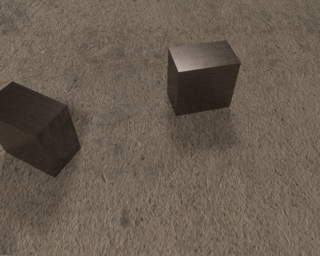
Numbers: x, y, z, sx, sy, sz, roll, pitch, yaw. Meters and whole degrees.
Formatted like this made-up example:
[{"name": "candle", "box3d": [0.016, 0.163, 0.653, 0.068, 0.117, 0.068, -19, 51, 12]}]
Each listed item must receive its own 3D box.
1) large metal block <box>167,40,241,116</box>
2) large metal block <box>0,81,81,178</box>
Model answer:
[{"name": "large metal block", "box3d": [0.056, -0.067, 0.425, 0.081, 0.080, 0.050, -10, 51, -9]}, {"name": "large metal block", "box3d": [-0.148, 0.003, 0.363, 0.080, 0.080, 0.050, 23, 54, 17]}]
